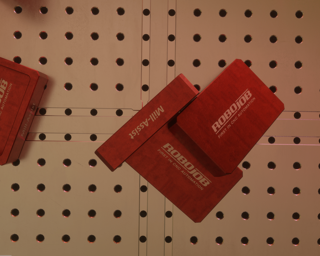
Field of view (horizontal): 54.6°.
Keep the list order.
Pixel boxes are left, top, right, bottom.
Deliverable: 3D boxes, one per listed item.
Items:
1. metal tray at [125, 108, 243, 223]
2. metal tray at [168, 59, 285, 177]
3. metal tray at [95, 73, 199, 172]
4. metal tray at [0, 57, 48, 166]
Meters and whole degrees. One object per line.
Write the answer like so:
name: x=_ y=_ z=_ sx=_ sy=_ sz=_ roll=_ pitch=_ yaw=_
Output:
metal tray: x=0.030 y=0.047 z=0.405 sx=0.130 sy=0.030 sz=0.090 roll=42 pitch=90 yaw=-6
metal tray: x=0.085 y=-0.015 z=0.387 sx=0.090 sy=0.030 sz=0.130 roll=46 pitch=67 yaw=-1
metal tray: x=-0.014 y=-0.006 z=0.380 sx=0.130 sy=0.090 sz=0.030 roll=-42 pitch=90 yaw=0
metal tray: x=-0.217 y=-0.026 z=0.409 sx=0.090 sy=0.030 sz=0.129 roll=21 pitch=90 yaw=0
